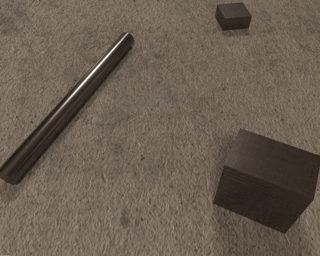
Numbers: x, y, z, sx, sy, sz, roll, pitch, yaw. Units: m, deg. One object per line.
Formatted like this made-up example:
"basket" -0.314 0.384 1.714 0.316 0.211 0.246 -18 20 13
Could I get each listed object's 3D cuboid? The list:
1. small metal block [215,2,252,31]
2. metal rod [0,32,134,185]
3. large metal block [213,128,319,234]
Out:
"small metal block" 0.137 -0.210 0.582 0.050 0.025 0.050 -7 51 -7
"metal rod" -0.116 -0.048 0.441 0.025 0.025 0.301 19 52 15
"large metal block" 0.107 0.056 0.322 0.080 0.080 0.050 20 53 16
